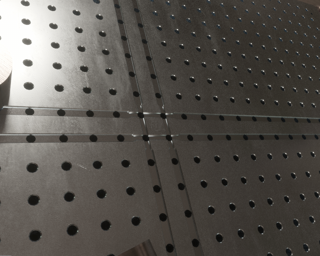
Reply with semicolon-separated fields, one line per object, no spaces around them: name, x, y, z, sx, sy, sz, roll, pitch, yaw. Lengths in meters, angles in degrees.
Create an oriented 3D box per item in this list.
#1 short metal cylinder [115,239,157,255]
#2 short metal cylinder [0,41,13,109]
short metal cylinder;-0.035;0.139;0.270;0.081;0.080;0.050;-15;70;-35
short metal cylinder;-0.198;-0.056;0.320;0.081;0.050;0.080;14;56;-21
